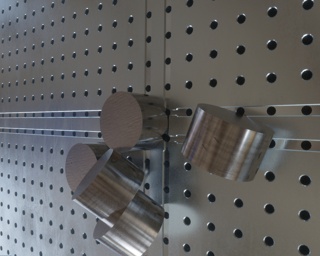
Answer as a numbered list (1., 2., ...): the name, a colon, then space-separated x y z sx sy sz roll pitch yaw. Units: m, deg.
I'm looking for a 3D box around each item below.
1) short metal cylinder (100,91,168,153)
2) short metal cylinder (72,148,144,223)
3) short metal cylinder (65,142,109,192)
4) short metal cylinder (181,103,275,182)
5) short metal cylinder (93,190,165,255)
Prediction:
1. short metal cylinder: -0.036 -0.008 0.421 0.080 0.050 0.079 0 90 39
2. short metal cylinder: -0.065 0.072 0.392 0.050 0.080 0.080 40 122 -13
3. short metal cylinder: -0.099 0.062 0.473 0.080 0.050 0.079 0 90 39
4. short metal cylinder: 0.068 0.012 0.316 0.080 0.081 0.050 30 109 35
5. short metal cylinder: -0.040 0.119 0.395 0.050 0.080 0.080 40 122 -13
